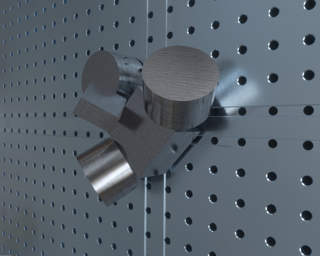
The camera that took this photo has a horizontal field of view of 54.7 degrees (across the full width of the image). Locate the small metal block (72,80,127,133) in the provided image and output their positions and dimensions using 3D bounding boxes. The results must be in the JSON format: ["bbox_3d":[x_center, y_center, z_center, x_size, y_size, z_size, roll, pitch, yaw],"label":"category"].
[{"bbox_3d":[-0.073,-0.028,0.384,0.025,0.050,0.050,-53,16,29],"label":"small metal block"}]

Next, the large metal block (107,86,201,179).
[{"bbox_3d":[-0.010,0.005,0.394,0.080,0.050,0.080,52,120,27],"label":"large metal block"}]

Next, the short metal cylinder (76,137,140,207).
[{"bbox_3d":[-0.070,0.059,0.419,0.050,0.080,0.080,-32,70,-13],"label":"short metal cylinder"}]

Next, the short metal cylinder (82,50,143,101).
[{"bbox_3d":[-0.067,-0.066,0.444,0.080,0.050,0.079,0,90,40],"label":"short metal cylinder"}]

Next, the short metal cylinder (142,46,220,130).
[{"bbox_3d":[0.021,-0.045,0.342,0.080,0.081,0.050,51,158,28],"label":"short metal cylinder"}]
